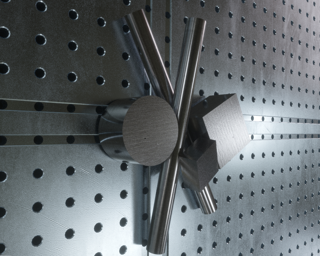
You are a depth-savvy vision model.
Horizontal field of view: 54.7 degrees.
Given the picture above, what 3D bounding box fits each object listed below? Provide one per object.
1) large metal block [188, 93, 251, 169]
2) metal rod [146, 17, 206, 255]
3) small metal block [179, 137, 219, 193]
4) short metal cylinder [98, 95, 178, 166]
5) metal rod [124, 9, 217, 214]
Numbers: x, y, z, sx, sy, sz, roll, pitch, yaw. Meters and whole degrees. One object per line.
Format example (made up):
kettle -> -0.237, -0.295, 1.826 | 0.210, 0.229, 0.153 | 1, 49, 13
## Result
large metal block -> 0.081, 0.003, 0.455 | 0.081, 0.050, 0.080 | -34, 111, -35
metal rod -> 0.020, 0.011, 0.396 | 0.025, 0.025, 0.298 | 8, 93, -40
small metal block -> 0.053, 0.047, 0.408 | 0.050, 0.025, 0.050 | -39, 129, -42
short metal cylinder -> -0.025, 0.003, 0.368 | 0.081, 0.050, 0.079 | 0, 90, -41
metal rod -> 0.021, -0.009, 0.422 | 0.025, 0.025, 0.299 | -35, 112, -34
